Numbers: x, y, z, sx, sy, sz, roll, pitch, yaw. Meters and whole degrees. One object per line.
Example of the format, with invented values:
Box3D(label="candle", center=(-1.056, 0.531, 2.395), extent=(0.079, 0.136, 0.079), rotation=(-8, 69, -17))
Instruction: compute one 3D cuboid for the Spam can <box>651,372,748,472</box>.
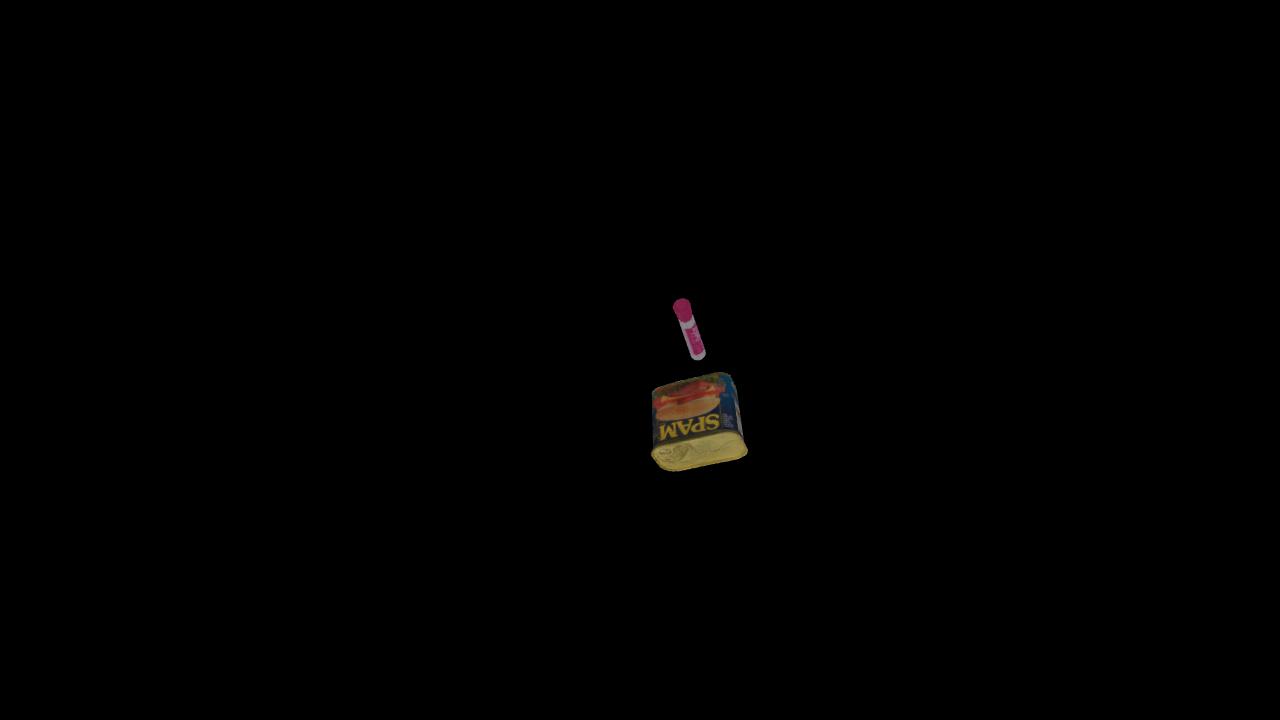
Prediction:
Box3D(label="Spam can", center=(0.064, 0.068, 0.688), extent=(0.101, 0.085, 0.058), rotation=(-14, -42, 16))

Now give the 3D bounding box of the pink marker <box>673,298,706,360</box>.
Box3D(label="pink marker", center=(0.056, -0.033, 0.694), extent=(0.020, 0.020, 0.121), rotation=(0, -25, 15))
